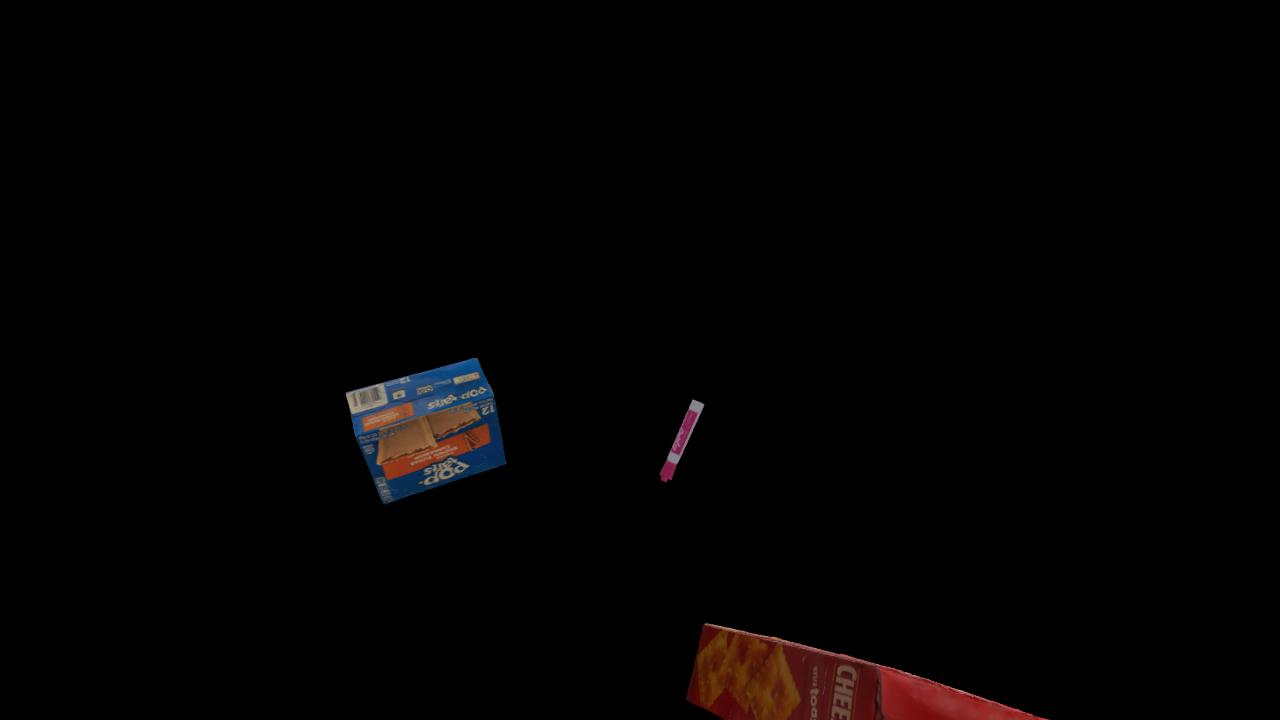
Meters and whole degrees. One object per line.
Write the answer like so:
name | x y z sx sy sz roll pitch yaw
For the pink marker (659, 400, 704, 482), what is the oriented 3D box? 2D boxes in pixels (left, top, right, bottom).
pink marker | 0.058 0.114 0.860 0.020 0.121 0.020 24 -5 2

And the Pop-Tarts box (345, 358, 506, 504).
Pop-Tarts box | -0.274 0.092 0.805 0.167 0.141 0.083 -16 46 -20

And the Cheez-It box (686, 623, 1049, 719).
Cheez-It box | 0.158 0.255 0.445 0.166 0.071 0.223 22 -23 -15
